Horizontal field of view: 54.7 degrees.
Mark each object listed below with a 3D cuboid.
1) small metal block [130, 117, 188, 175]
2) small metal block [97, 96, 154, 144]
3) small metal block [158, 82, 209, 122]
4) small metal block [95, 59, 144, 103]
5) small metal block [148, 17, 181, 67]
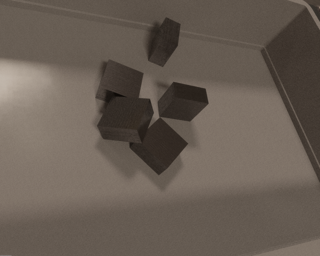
[{"bbox_3d":[-0.001,0.023,0.393,0.050,0.025,0.050,44,51,1],"label":"small metal block"},{"bbox_3d":[-0.040,-0.011,0.376,0.050,0.025,0.050,5,51,18],"label":"small metal block"},{"bbox_3d":[0.031,-0.035,0.429,0.050,0.050,0.025,8,58,-25],"label":"small metal block"},{"bbox_3d":[-0.053,-0.057,0.413,0.050,0.025,0.050,20,54,-17],"label":"small metal block"},{"bbox_3d":[0.007,-0.131,0.475,0.025,0.050,0.050,20,54,-17],"label":"small metal block"}]
